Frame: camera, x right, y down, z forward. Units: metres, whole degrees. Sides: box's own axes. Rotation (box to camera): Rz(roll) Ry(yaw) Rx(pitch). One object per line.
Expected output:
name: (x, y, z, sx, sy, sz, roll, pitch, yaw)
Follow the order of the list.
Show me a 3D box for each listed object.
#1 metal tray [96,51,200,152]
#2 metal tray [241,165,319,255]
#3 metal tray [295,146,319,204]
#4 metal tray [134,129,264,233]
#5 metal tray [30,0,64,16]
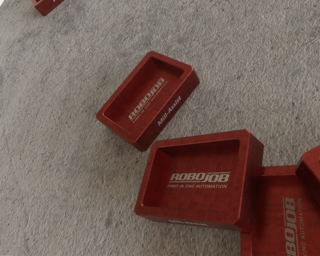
metal tray: (-0.018, -0.041, 0.435, 0.090, 0.030, 0.130, 32, 79, 38)
metal tray: (0.121, 0.099, 0.276, 0.090, 0.030, 0.130, -6, 59, 25)
metal tray: (0.194, 0.035, 0.250, 0.131, 0.030, 0.090, -26, 60, -5)
metal tray: (0.037, 0.054, 0.324, 0.130, 0.030, 0.090, -10, 56, 43)
metal tray: (-0.247, -0.333, 0.734, 0.130, 0.030, 0.090, -40, 51, 1)
